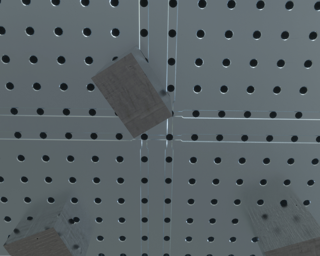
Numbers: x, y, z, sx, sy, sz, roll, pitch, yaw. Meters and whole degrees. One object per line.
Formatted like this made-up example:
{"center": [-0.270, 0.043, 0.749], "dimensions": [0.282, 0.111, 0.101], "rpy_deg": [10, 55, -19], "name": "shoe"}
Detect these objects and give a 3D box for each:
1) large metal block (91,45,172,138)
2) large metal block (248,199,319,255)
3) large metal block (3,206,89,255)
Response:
{"center": [-0.029, -0.046, 0.367], "dimensions": [0.050, 0.080, 0.080], "rpy_deg": [-31, 107, 11], "name": "large metal block"}
{"center": [0.182, 0.156, 0.443], "dimensions": [0.080, 0.080, 0.050], "rpy_deg": [-18, 109, 6], "name": "large metal block"}
{"center": [-0.166, 0.175, 0.463], "dimensions": [0.080, 0.050, 0.080], "rpy_deg": [-22, 109, 8], "name": "large metal block"}
